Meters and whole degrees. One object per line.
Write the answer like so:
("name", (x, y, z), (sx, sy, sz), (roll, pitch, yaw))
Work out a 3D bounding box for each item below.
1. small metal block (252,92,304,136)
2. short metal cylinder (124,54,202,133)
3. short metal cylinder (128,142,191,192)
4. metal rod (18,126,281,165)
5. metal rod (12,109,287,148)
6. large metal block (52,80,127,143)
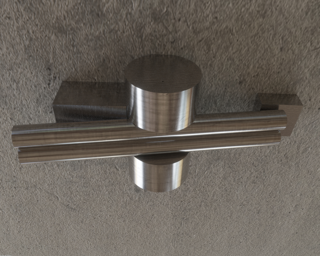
("small metal block", (0.146, -0.017, 0.396), (0.050, 0.025, 0.050), (2, 130, -2))
("short metal cylinder", (0.003, -0.040, 0.339), (0.081, 0.080, 0.050), (1, 130, -1))
("short metal cylinder", (-0.001, 0.036, 0.403), (0.081, 0.080, 0.050), (1, 130, -1))
("metal rod", (-0.005, 0.019, 0.366), (0.302, 0.025, 0.025), (-4, 131, -8))
("metal rod", (-0.004, 0.000, 0.350), (0.302, 0.025, 0.025), (-4, 131, -8))
("large metal block", (-0.079, -0.010, 0.383), (0.081, 0.050, 0.079), (1, 130, -2))
